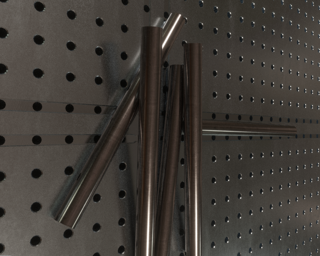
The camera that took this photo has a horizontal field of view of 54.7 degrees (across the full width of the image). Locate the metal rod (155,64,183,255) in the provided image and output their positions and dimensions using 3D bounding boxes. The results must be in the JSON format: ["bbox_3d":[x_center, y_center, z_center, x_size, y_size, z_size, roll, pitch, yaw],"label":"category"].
[{"bbox_3d":[0.011,0.063,0.420,0.025,0.025,0.298,10,84,-40],"label":"metal rod"}]

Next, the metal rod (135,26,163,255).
[{"bbox_3d":[-0.015,0.033,0.376,0.025,0.025,0.298,-4,100,-40],"label":"metal rod"}]

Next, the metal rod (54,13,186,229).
[{"bbox_3d":[-0.038,-0.025,0.378,0.025,0.025,0.300,40,65,-33],"label":"metal rod"}]

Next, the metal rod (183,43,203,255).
[{"bbox_3d":[0.046,0.037,0.428,0.025,0.025,0.298,-9,103,-40],"label":"metal rod"}]

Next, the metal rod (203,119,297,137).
[{"bbox_3d":[0.155,0.002,0.542,0.302,0.025,0.025,2,89,-40],"label":"metal rod"}]
